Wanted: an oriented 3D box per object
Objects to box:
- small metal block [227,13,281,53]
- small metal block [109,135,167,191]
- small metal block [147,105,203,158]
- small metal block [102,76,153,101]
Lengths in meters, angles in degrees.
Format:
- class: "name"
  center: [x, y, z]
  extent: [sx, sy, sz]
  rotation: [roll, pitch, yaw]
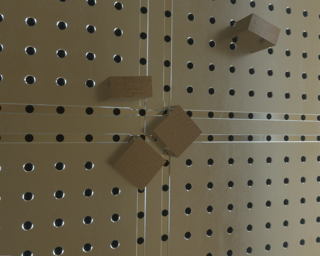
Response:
- class: "small metal block"
  center: [0.136, -0.137, 0.451]
  extent: [0.050, 0.050, 0.025]
  rotation: [21, 83, -19]
- class: "small metal block"
  center: [-0.029, 0.045, 0.403]
  extent: [0.050, 0.025, 0.050]
  rotation: [44, 76, -15]
- class: "small metal block"
  center: [0.020, 0.004, 0.421]
  extent: [0.050, 0.025, 0.050]
  rotation: [-45, 105, -15]
- class: "small metal block"
  center: [-0.042, -0.048, 0.385]
  extent: [0.050, 0.050, 0.025]
  rotation: [-4, 92, -20]
